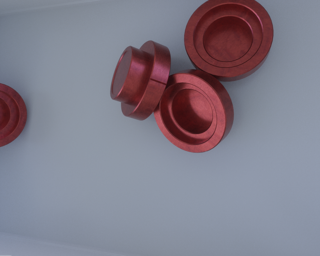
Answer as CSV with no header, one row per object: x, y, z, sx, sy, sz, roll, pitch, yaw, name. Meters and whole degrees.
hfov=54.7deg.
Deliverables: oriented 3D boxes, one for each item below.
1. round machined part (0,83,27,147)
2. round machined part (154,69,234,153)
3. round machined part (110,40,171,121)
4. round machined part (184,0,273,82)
-0.258,-0.021,0.465,0.042,0.099,0.097,11,94,42,round machined part
0.043,-0.023,0.372,0.098,0.042,0.097,17,121,31,round machined part
-0.029,-0.061,0.380,0.042,0.098,0.097,17,98,-24,round machined part
0.081,-0.102,0.368,0.098,0.042,0.097,-2,83,13,round machined part
